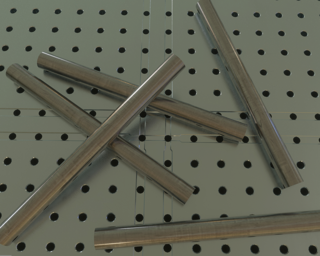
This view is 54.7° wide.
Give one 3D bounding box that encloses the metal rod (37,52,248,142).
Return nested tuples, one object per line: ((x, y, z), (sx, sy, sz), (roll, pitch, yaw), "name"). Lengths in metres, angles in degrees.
((-0.029, -0.045, 0.427), (0.301, 0.025, 0.025), (21, 71, 7), "metal rod")

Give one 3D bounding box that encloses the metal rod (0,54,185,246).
((-0.081, 0.022, 0.378), (0.025, 0.025, 0.300), (43, 84, 13), "metal rod")

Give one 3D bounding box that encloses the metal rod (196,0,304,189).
((0.118, -0.061, 0.435), (0.025, 0.025, 0.299), (-18, 71, -7), "metal rod")

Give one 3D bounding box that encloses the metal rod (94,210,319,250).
((0.076, 0.120, 0.368), (0.302, 0.025, 0.025), (-4, 70, -2), "metal rod")

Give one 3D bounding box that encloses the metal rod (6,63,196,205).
((-0.085, 0.002, 0.409), (0.300, 0.025, 0.025), (34, 73, 11), "metal rod")
